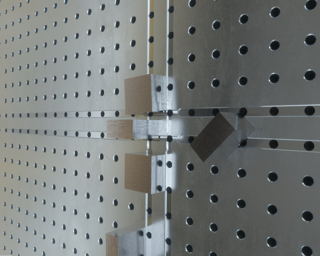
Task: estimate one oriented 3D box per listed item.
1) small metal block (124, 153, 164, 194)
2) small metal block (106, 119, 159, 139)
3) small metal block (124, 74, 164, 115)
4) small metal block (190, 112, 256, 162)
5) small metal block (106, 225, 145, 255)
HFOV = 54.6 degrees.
[{"bbox_3d":[-0.022,0.061,0.429,0.050,0.025,0.050,1,91,40],"label":"small metal block"},{"bbox_3d":[-0.037,0.001,0.425,0.050,0.050,0.025,1,91,40],"label":"small metal block"},{"bbox_3d":[-0.022,-0.045,0.429,0.050,0.025,0.050,-3,88,40],"label":"small metal block"},{"bbox_3d":[0.069,0.010,0.337,0.050,0.050,0.025,-51,60,28],"label":"small metal block"},{"bbox_3d":[-0.048,0.169,0.434,0.025,0.050,0.050,-1,89,40],"label":"small metal block"}]
